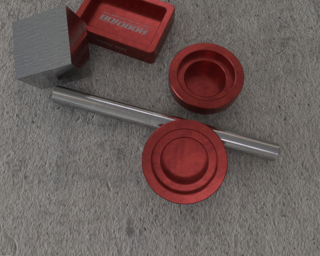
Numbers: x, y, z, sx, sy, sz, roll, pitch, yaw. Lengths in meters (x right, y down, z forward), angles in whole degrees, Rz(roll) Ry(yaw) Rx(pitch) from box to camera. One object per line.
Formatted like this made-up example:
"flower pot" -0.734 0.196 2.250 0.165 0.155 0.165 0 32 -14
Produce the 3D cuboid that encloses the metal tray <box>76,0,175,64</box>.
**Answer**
"metal tray" -0.053 -0.159 0.463 0.131 0.030 0.090 21 71 7

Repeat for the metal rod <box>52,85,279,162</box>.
"metal rod" 0.003 -0.008 0.410 0.301 0.025 0.025 15 71 5

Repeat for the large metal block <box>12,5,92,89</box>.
"large metal block" -0.144 -0.105 0.414 0.080 0.050 0.080 -11 79 14

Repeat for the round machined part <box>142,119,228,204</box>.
"round machined part" 0.030 0.039 0.374 0.099 0.042 0.097 0 90 6

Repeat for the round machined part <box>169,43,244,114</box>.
"round machined part" 0.061 -0.063 0.423 0.099 0.042 0.098 0 70 0
